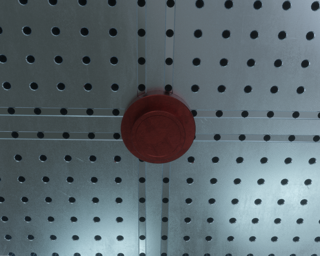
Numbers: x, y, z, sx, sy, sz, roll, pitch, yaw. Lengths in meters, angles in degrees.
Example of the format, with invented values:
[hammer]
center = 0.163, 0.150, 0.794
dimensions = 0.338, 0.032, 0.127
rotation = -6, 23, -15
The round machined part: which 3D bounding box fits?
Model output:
[round machined part]
center = -0.002, 0.004, 0.405
dimensions = 0.099, 0.042, 0.097
rotation = 0, 110, -1
